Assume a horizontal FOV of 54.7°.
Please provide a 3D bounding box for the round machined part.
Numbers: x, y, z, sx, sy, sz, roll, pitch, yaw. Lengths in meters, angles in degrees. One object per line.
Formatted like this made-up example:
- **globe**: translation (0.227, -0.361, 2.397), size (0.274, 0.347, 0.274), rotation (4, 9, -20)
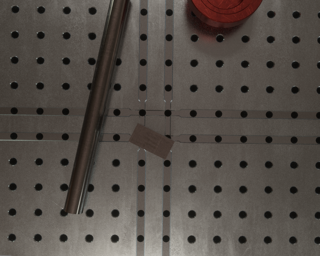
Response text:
- **round machined part**: translation (0.083, -0.179, 0.406), size (0.099, 0.042, 0.097), rotation (0, 90, -1)

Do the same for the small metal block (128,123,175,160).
- **small metal block**: translation (-0.010, 0.016, 0.401), size (0.050, 0.050, 0.025), rotation (27, 90, -1)

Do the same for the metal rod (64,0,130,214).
- **metal rod**: translation (-0.083, -0.035, 0.412), size (0.025, 0.025, 0.298), rotation (13, 90, -1)
